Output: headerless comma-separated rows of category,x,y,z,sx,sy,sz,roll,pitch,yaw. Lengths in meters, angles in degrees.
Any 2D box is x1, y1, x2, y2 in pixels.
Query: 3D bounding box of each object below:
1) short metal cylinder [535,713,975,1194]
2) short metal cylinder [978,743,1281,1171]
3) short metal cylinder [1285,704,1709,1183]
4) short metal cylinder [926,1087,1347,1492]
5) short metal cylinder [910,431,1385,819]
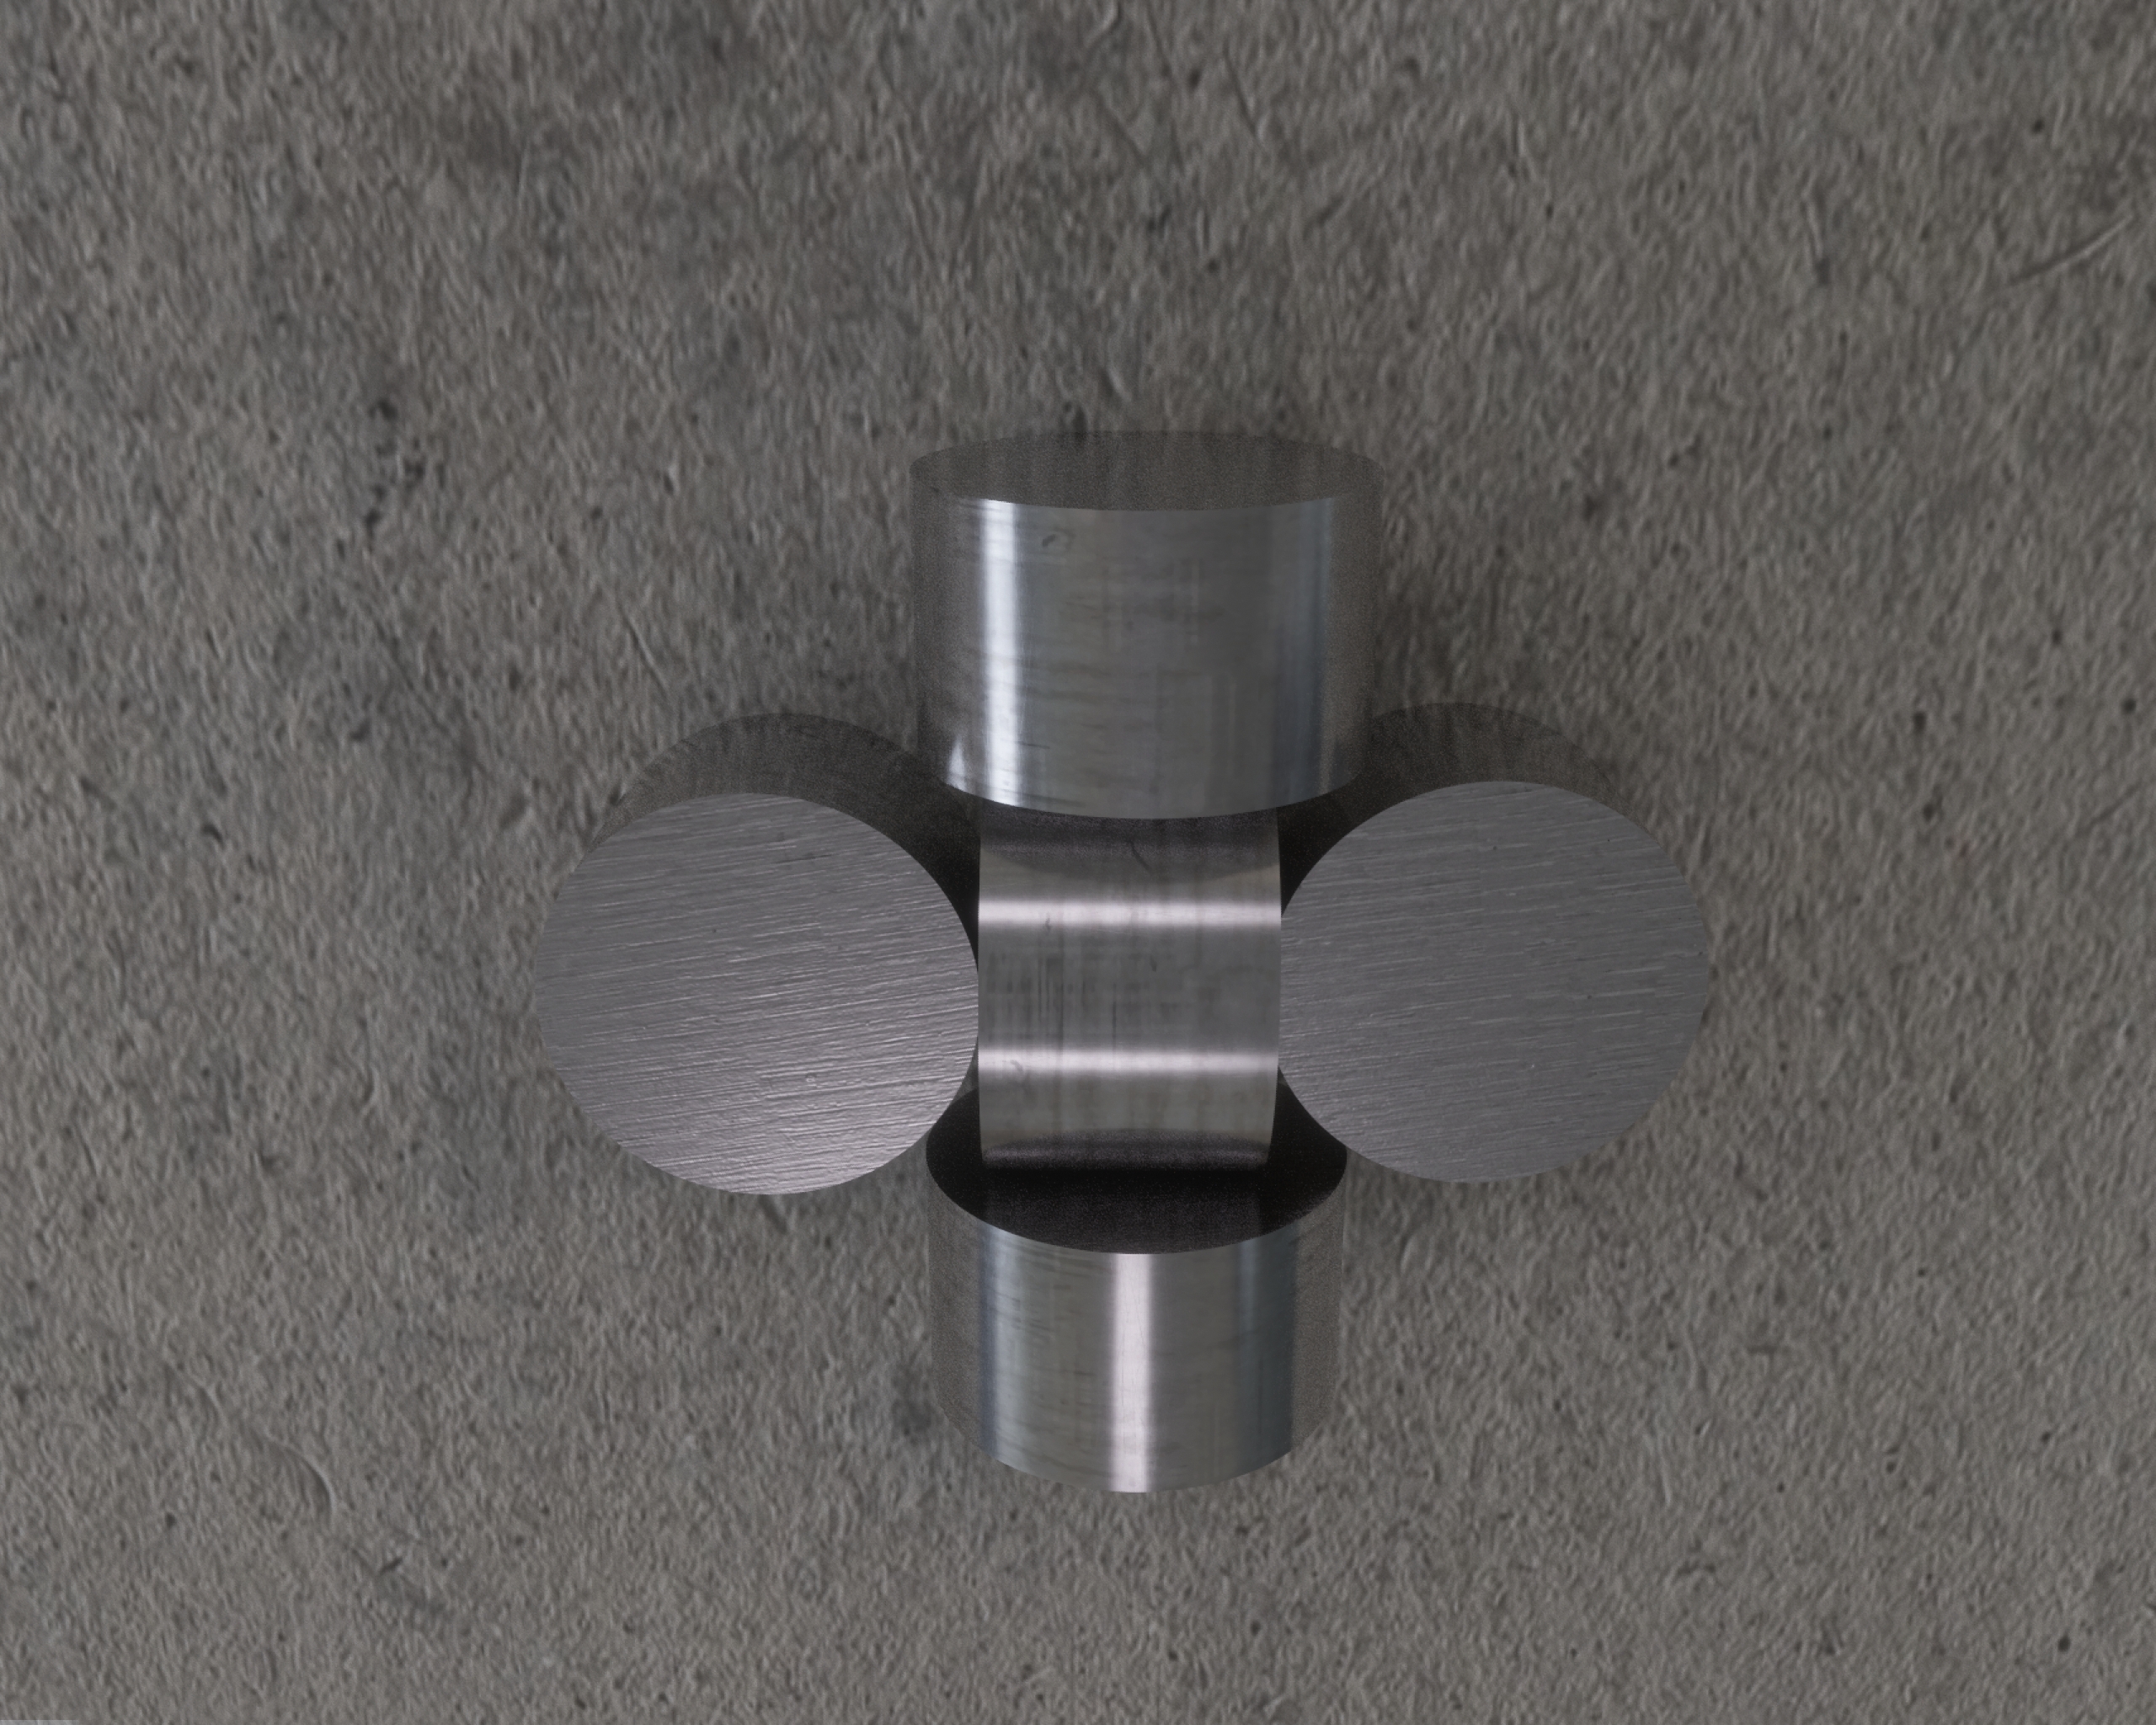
short metal cylinder,-0.058,0.016,0.402,0.081,0.050,0.079,0,110,0
short metal cylinder,0.009,0.017,0.387,0.050,0.080,0.079,0,110,0
short metal cylinder,0.074,0.014,0.402,0.081,0.050,0.079,0,110,0
short metal cylinder,0.011,0.078,0.409,0.081,0.080,0.050,0,110,0
short metal cylinder,0.012,-0.044,0.364,0.081,0.080,0.050,0,110,0
